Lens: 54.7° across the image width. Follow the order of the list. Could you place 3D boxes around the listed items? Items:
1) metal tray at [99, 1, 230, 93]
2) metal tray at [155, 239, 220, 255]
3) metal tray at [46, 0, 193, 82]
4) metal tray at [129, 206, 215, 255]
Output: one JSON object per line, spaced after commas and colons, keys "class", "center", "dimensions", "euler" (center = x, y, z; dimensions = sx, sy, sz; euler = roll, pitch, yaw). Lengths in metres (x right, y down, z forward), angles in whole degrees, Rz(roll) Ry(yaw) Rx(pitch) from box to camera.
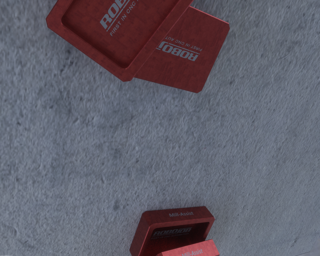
{"class": "metal tray", "center": [0.007, -0.097, 0.349], "dimensions": [0.131, 0.030, 0.089], "euler": [9, 114, -33]}
{"class": "metal tray", "center": [0.030, 0.236, 0.536], "dimensions": [0.131, 0.030, 0.090], "euler": [5, 137, -40]}
{"class": "metal tray", "center": [-0.027, -0.119, 0.277], "dimensions": [0.090, 0.030, 0.130], "euler": [35, 105, -18]}
{"class": "metal tray", "center": [0.022, 0.182, 0.530], "dimensions": [0.131, 0.030, 0.089], "euler": [4, 116, -31]}
